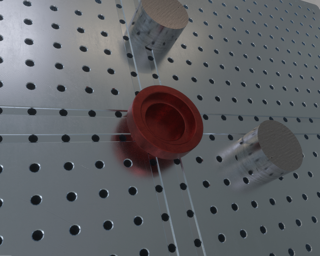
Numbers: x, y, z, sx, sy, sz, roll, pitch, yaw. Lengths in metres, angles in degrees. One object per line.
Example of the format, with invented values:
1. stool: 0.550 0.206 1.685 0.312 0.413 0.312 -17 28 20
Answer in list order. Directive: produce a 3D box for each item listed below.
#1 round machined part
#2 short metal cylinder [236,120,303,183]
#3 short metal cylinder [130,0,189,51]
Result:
1. round machined part: 0.003 -0.004 0.401 0.099 0.042 0.098 14 56 -21
2. short metal cylinder: 0.160 0.035 0.457 0.081 0.050 0.080 14 56 -21
3. short metal cylinder: -0.002 -0.171 0.496 0.081 0.050 0.080 14 56 -21
